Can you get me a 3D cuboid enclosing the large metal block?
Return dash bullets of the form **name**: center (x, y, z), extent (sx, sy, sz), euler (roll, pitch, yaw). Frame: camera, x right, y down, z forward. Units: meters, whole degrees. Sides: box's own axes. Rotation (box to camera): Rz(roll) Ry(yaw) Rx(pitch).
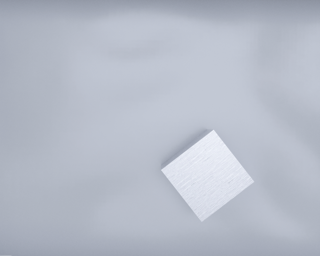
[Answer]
- **large metal block**: center (0.058, 0.058, 0.399), extent (0.080, 0.050, 0.080), euler (-38, 90, 0)
